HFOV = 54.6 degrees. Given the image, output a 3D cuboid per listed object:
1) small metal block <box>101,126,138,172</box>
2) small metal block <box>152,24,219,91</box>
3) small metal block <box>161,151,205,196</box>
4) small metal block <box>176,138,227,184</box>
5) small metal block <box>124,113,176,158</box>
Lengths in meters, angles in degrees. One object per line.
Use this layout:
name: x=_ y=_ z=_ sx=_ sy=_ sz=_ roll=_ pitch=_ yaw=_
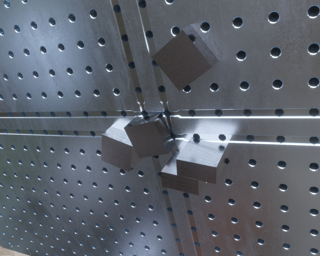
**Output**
small metal block: x=-0.059 y=0.032 z=0.463 sx=0.050 sy=0.025 sz=0.050 roll=20 pitch=126 yaw=16
small metal block: x=0.028 y=-0.078 z=0.349 sx=0.050 sy=0.025 sz=0.050 roll=-34 pitch=100 yaw=38
small metal block: x=0.035 y=0.059 z=0.413 sx=0.050 sy=0.050 sz=0.025 roll=10 pitch=123 yaw=23
small metal block: x=0.054 y=0.040 z=0.392 sx=0.050 sy=0.050 sz=0.025 roll=10 pitch=122 yaw=23
small metal block: x=-0.014 y=0.011 z=0.426 sx=0.050 sy=0.025 sz=0.050 roll=-12 pitch=112 yaw=33
